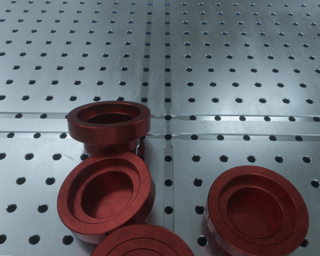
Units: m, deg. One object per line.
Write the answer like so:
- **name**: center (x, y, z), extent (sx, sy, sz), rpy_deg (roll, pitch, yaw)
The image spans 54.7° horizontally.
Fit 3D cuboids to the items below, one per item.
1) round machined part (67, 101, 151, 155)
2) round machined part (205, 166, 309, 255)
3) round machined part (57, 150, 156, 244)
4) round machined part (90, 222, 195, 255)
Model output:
- **round machined part**: center (-0.060, 0.001, 0.378), extent (0.099, 0.042, 0.098), rpy_deg (0, 22, 0)
- **round machined part**: center (0.096, 0.091, 0.321), extent (0.099, 0.042, 0.098), rpy_deg (0, 50, 0)
- **round machined part**: center (-0.052, 0.074, 0.324), extent (0.098, 0.042, 0.098), rpy_deg (-9, 45, 10)
- **round machined part**: center (-0.016, 0.133, 0.269), extent (0.099, 0.042, 0.098), rpy_deg (1, 77, -4)
